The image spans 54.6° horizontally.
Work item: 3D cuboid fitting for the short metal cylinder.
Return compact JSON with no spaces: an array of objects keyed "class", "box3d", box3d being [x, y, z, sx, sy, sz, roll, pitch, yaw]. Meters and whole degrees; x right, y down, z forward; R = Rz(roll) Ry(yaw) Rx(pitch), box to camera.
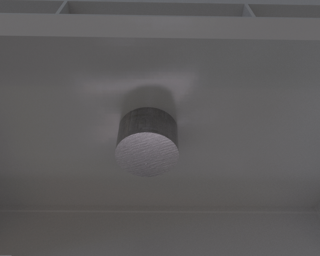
[{"class":"short metal cylinder","box3d":[-0.016,0.019,0.409,0.080,0.050,0.080,0,130,0]}]
